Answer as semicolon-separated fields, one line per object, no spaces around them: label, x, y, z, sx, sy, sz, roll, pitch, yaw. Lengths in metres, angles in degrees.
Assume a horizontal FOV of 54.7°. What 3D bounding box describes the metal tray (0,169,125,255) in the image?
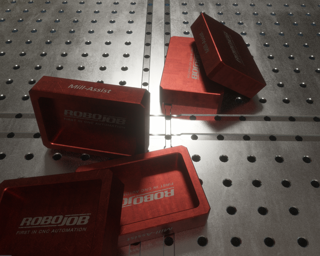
metal tray;-0.104;0.091;0.296;0.130;0.030;0.090;-8;54;15

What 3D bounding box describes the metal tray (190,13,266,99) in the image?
metal tray;0.101;-0.112;0.470;0.091;0.030;0.130;18;43;-30

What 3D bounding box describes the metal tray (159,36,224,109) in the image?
metal tray;0.053;-0.090;0.481;0.091;0.030;0.130;7;50;5

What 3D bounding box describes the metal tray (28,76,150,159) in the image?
metal tray;-0.079;-0.009;0.369;0.131;0.089;0.030;8;40;6

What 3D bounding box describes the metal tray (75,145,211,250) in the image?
metal tray;-0.021;0.074;0.341;0.131;0.030;0.090;-11;51;-10
